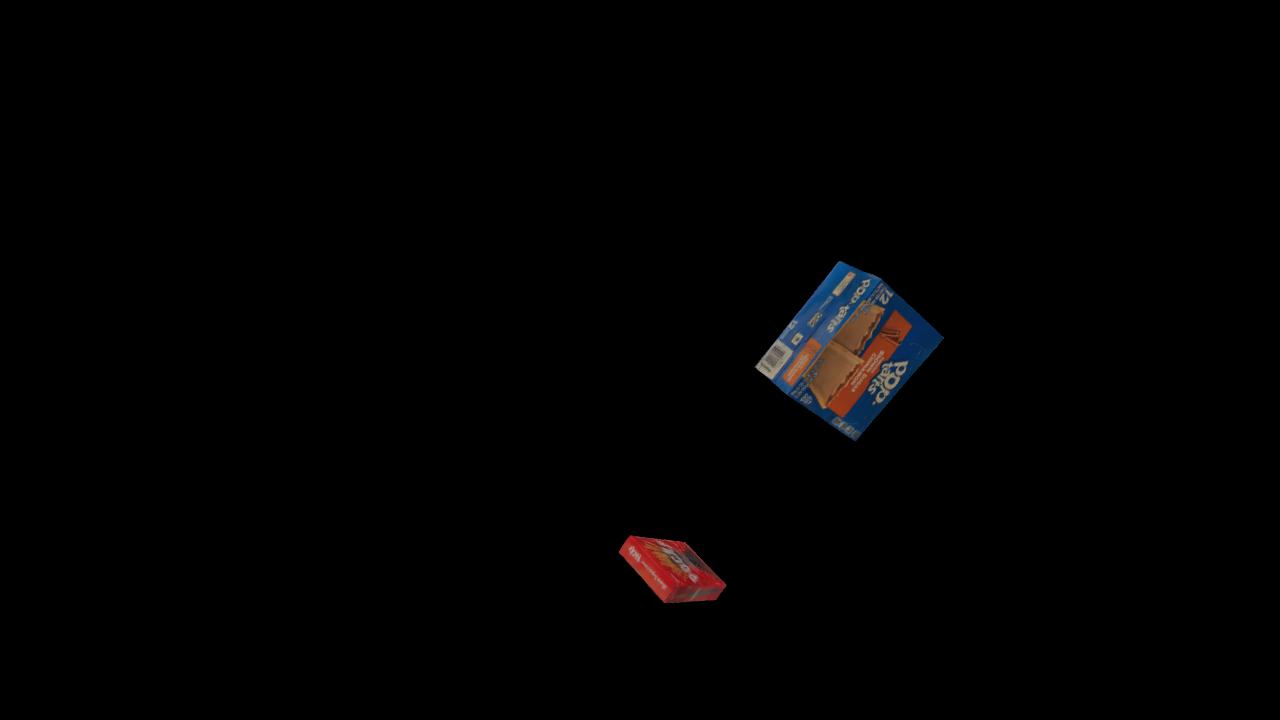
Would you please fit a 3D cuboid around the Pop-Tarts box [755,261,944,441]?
[{"bbox_3d":[0.254,-0.009,0.752,0.141,0.167,0.083,32,12,-30],"label":"Pop-Tarts box"}]

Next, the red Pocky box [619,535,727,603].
[{"bbox_3d":[0.043,0.252,0.741,0.083,0.028,0.155,41,4,33],"label":"red Pocky box"}]
